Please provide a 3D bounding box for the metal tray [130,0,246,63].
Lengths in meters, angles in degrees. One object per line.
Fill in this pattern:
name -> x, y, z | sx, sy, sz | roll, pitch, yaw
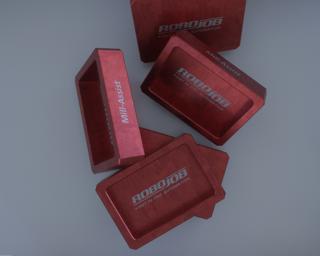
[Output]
metal tray -> 0.034, -0.132, 0.379 | 0.131, 0.090, 0.030 | -9, 53, -1

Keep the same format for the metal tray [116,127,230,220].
metal tray -> 0.015, 0.057, 0.409 | 0.131, 0.030, 0.090 | 16, 90, -1

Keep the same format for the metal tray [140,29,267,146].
metal tray -> 0.051, -0.047, 0.383 | 0.130, 0.030, 0.089 | 36, 129, -2

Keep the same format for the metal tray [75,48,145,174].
metal tray -> -0.064, -0.017, 0.367 | 0.030, 0.090, 0.129 | -7, 79, -32

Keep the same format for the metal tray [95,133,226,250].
metal tray -> 0.001, 0.075, 0.378 | 0.130, 0.030, 0.090 | -30, 91, 0
